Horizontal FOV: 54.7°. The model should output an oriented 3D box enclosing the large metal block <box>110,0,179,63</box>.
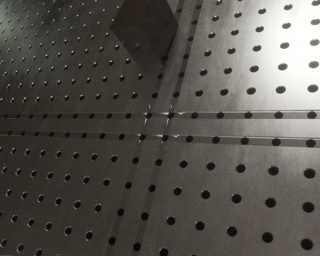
[{"bbox_3d":[-0.021,-0.158,0.479,0.050,0.080,0.080,9,66,32],"label":"large metal block"}]
